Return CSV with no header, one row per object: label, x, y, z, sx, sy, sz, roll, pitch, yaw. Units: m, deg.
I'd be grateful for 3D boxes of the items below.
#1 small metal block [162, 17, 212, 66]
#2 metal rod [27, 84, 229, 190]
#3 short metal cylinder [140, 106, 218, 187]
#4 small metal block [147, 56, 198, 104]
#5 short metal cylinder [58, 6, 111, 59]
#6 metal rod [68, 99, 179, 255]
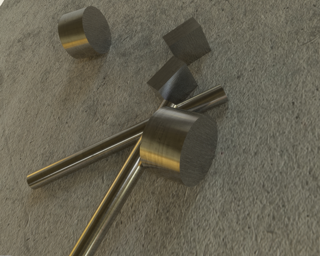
small metal block,0.039,-0.120,0.441,0.050,0.050,0.025,-32,52,7
metal rod,-0.052,0.017,0.420,0.301,0.025,0.025,-25,53,12
short metal cylinder,0.023,0.019,0.345,0.050,0.080,0.080,15,69,34
small metal block,0.018,-0.059,0.415,0.050,0.050,0.025,-47,51,-4
short metal cylinder,-0.128,-0.164,0.536,0.050,0.080,0.080,-7,59,25
metal rod,-0.062,0.099,0.359,0.025,0.025,0.300,25,80,36
